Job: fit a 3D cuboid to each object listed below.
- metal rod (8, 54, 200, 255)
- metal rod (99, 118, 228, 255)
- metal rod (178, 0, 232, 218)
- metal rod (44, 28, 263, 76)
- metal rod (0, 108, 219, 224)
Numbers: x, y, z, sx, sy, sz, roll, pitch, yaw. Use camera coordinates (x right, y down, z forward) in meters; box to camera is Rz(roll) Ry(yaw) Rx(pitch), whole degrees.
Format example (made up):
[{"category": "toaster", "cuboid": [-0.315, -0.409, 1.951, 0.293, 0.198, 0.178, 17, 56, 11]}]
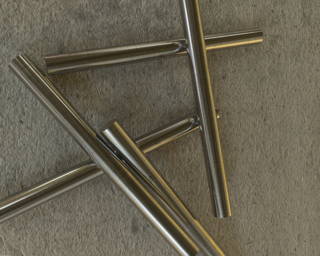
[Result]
[{"category": "metal rod", "cuboid": [-0.062, 0.037, 0.359, 0.025, 0.025, 0.300, -42, 94, -15]}, {"category": "metal rod", "cuboid": [0.027, 0.109, 0.402, 0.025, 0.025, 0.300, -43, 110, -15]}, {"category": "metal rod", "cuboid": [0.058, -0.032, 0.402, 0.025, 0.025, 0.298, -11, 94, -20]}, {"category": "metal rod", "cuboid": [0.007, -0.105, 0.411, 0.302, 0.025, 0.025, -13, 95, -20]}, {"category": "metal rod", "cuboid": [-0.055, 0.037, 0.388, 0.302, 0.025, 0.025, -25, 98, -18]}]
